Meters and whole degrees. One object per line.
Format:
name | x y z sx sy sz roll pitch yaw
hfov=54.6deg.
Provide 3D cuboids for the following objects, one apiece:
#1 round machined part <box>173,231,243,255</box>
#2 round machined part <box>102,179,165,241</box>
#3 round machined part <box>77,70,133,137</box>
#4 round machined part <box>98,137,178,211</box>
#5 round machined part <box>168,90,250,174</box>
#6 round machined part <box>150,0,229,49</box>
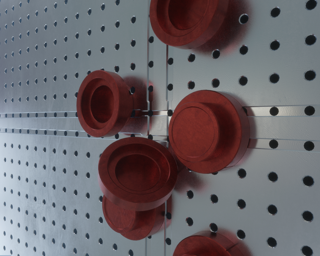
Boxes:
round machined part | 0.051 0.174 0.357 0.098 0.042 0.097 0 90 40
round machined part | -0.044 0.109 0.436 0.098 0.042 0.097 0 90 40
round machined part | -0.078 -0.035 0.465 0.098 0.042 0.097 0 90 40
round machined part | -0.029 0.061 0.394 0.098 0.099 0.042 50 145 28
round machined part | 0.049 0.005 0.359 0.098 0.042 0.097 0 90 40
round machined part | 0.038 -0.142 0.368 0.098 0.042 0.097 0 90 40
